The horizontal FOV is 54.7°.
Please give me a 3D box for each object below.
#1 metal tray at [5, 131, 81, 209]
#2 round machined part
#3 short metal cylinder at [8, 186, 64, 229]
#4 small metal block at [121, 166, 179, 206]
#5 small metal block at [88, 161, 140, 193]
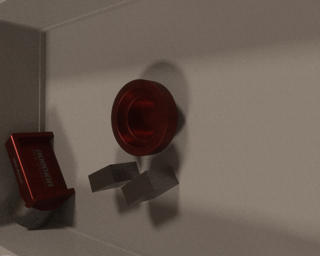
[{"bbox_3d":[-0.207,0.069,0.548,0.030,0.091,0.130,-42,66,33],"label":"metal tray"},{"bbox_3d":[-0.016,-0.013,0.407,0.098,0.042,0.097,0,90,39],"label":"round machined part"},{"bbox_3d":[-0.217,0.128,0.545,0.080,0.081,0.050,51,118,27],"label":"short metal cylinder"},{"bbox_3d":[-0.012,0.074,0.399,0.050,0.050,0.025,-38,67,33],"label":"small metal block"},{"bbox_3d":[-0.065,0.070,0.442,0.050,0.050,0.025,-28,73,36],"label":"small metal block"}]
